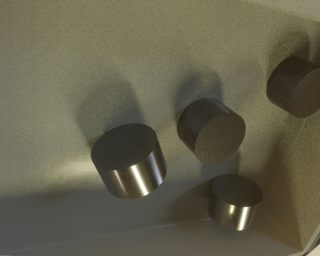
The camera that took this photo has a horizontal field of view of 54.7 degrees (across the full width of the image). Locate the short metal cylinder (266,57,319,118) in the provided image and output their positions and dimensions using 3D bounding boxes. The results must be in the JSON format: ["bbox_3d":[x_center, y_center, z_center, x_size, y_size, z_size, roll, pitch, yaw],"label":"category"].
[{"bbox_3d":[0.210,-0.062,0.469,0.081,0.050,0.079,-14,124,-21],"label":"short metal cylinder"}]

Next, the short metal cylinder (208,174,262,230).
[{"bbox_3d":[0.123,0.121,0.515,0.081,0.080,0.050,-9,123,-24],"label":"short metal cylinder"}]

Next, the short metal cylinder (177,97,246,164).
[{"bbox_3d":[0.071,0.004,0.433,0.081,0.050,0.079,-14,124,-21],"label":"short metal cylinder"}]

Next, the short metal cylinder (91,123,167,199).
[{"bbox_3d":[-0.036,0.039,0.377,0.080,0.080,0.050,-26,128,-12],"label":"short metal cylinder"}]
